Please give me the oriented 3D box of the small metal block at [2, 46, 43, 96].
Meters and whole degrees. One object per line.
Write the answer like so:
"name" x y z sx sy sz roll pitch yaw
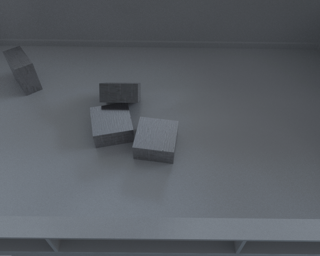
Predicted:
"small metal block" -0.202 -0.084 0.457 0.025 0.050 0.050 -29 56 -22

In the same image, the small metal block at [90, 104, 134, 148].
"small metal block" -0.063 -0.004 0.408 0.050 0.025 0.050 -9 51 -8

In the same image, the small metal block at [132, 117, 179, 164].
"small metal block" -0.005 0.015 0.392 0.050 0.025 0.050 7 50 5

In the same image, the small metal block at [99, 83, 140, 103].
"small metal block" -0.054 -0.050 0.429 0.050 0.025 0.050 1 10 0
